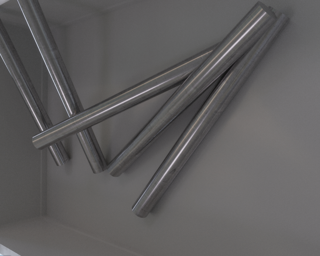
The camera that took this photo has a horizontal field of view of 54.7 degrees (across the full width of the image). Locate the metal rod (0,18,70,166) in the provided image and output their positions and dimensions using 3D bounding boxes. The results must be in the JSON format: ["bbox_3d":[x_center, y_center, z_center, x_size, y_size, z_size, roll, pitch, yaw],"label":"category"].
[{"bbox_3d":[-0.223,-0.072,0.509,0.025,0.025,0.299,-6,112,40],"label":"metal rod"}]

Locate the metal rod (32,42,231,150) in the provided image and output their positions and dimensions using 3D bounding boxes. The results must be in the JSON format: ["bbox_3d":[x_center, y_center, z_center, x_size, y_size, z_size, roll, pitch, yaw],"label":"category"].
[{"bbox_3d":[-0.052,-0.033,0.403,0.300,0.025,0.025,-23,75,23],"label":"metal rod"}]

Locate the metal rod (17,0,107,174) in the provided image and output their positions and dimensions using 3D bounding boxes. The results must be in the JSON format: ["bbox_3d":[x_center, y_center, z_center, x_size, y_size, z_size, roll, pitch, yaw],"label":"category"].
[{"bbox_3d":[-0.140,-0.069,0.440,0.025,0.025,0.298,-3,114,40],"label":"metal rod"}]

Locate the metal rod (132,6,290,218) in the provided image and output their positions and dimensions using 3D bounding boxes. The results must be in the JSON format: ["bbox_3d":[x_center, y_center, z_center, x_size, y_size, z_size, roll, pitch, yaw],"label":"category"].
[{"bbox_3d":[0.046,0.000,0.369,0.025,0.025,0.298,47,118,29],"label":"metal rod"}]

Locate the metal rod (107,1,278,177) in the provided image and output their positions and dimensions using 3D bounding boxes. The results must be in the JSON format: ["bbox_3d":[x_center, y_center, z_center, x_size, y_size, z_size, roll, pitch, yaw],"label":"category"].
[{"bbox_3d":[0.016,-0.023,0.375,0.298,0.025,0.025,-46,63,37],"label":"metal rod"}]
